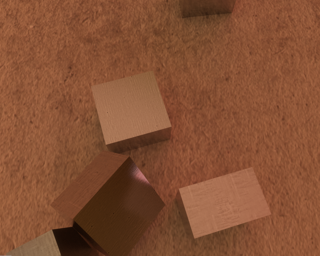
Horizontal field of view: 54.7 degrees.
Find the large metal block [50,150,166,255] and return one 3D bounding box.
[{"bbox_3d":[-0.053,0.083,0.334,0.050,0.080,0.080,6,46,48],"label":"large metal block"}]

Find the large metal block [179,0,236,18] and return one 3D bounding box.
[{"bbox_3d":[0.069,-0.223,0.477,0.081,0.050,0.080,-7,70,-3],"label":"large metal block"}]

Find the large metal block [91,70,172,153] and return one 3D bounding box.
[{"bbox_3d":[-0.036,-0.019,0.401,0.081,0.050,0.080,-16,71,-6],"label":"large metal block"}]

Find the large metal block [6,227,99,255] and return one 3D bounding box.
[{"bbox_3d":[-0.099,0.151,0.318,0.050,0.080,0.080,-28,72,3],"label":"large metal block"}]

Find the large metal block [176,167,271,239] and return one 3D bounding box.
[{"bbox_3d":[0.065,0.087,0.348,0.081,0.080,0.050,-15,71,-6],"label":"large metal block"}]
